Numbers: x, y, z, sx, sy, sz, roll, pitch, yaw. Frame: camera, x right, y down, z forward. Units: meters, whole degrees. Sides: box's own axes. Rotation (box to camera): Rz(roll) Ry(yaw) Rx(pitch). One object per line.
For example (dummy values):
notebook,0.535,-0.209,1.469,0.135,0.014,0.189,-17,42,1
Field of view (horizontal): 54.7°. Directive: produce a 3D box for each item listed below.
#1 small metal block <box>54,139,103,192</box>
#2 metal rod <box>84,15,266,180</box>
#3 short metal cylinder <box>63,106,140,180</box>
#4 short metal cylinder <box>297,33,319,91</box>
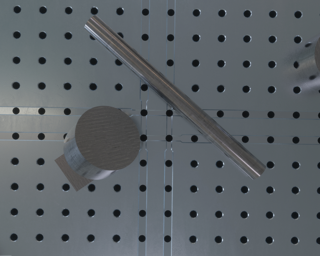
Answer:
small metal block,-0.101,0.048,0.413,0.050,0.025,0.050,-35,90,0
metal rod,0.020,-0.040,0.413,0.300,0.025,0.025,42,90,0
short metal cylinder,-0.072,0.019,0.381,0.081,0.050,0.080,13,63,-27
short metal cylinder,0.229,-0.090,0.403,0.081,0.050,0.079,0,90,0
